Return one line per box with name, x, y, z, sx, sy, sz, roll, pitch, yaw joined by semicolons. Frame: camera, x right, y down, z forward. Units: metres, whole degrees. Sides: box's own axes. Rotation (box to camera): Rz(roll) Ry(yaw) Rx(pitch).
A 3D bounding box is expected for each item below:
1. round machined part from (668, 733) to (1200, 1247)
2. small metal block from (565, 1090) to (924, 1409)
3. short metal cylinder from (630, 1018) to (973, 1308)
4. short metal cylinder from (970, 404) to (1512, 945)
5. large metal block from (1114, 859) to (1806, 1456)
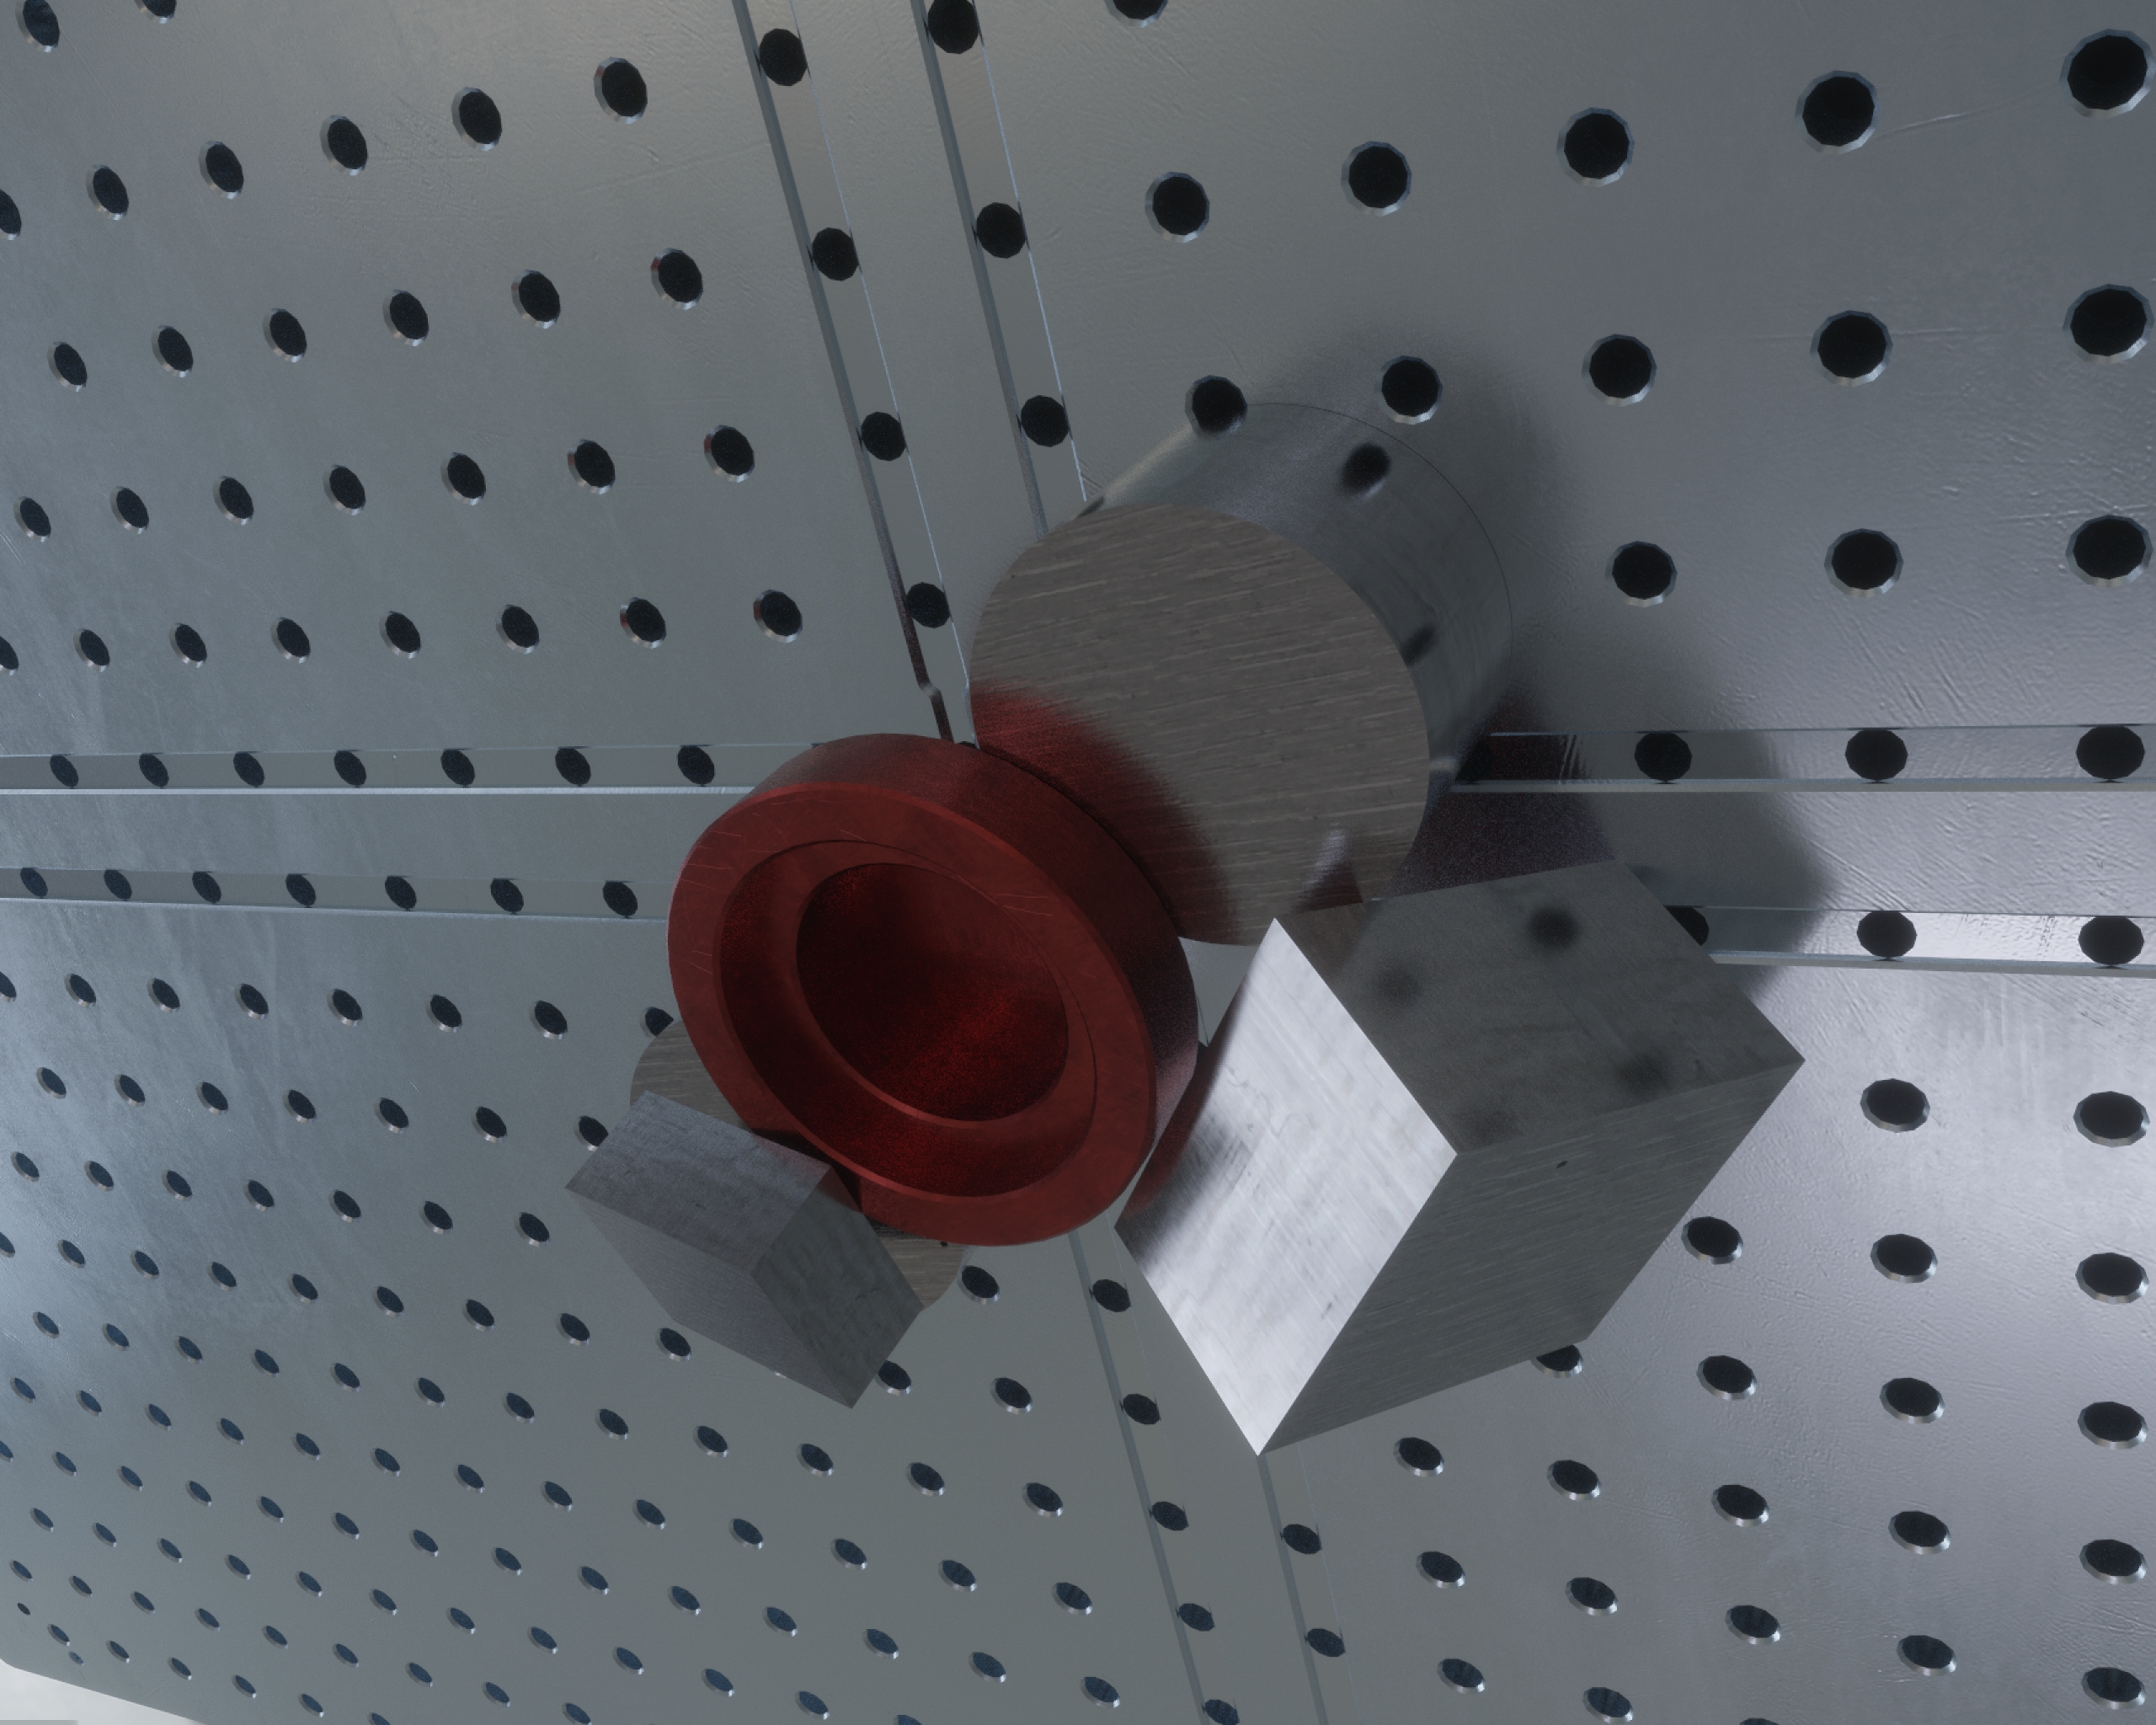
round machined part;-0.023;0.020;0.386;0.098;0.042;0.097;13;124;21
small metal block;-0.065;0.076;0.412;0.050;0.025;0.050;15;145;34
short metal cylinder;-0.049;0.053;0.453;0.080;0.050;0.079;13;124;21
short metal cylinder;0.029;-0.033;0.360;0.080;0.050;0.079;13;124;21
large metal block;0.064;0.050;0.364;0.050;0.081;0.079;55;138;34
